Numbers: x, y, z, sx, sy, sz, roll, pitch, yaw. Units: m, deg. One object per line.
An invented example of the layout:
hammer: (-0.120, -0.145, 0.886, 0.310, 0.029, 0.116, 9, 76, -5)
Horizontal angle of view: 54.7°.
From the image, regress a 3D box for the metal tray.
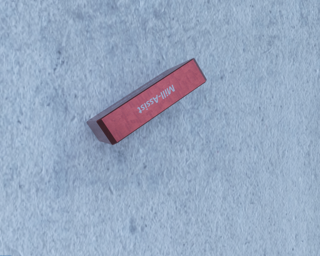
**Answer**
metal tray: (-0.019, -0.031, 0.368, 0.131, 0.090, 0.030, -35, 102, -17)
